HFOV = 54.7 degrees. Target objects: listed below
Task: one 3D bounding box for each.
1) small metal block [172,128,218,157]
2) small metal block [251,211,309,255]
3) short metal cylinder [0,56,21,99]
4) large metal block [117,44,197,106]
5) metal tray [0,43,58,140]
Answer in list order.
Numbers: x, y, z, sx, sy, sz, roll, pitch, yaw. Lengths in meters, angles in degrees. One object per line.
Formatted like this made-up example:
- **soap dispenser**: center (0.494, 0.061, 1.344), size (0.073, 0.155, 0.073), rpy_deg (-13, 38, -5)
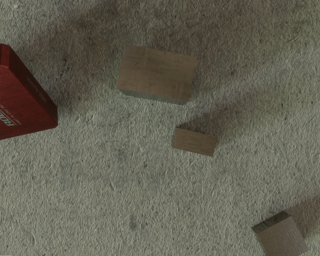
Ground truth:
- **small metal block**: center (0.042, 0.017, 0.398), size (0.050, 0.050, 0.025), rpy_deg (13, 90, 0)
- **small metal block**: center (0.159, 0.147, 0.411), size (0.050, 0.025, 0.050), rpy_deg (-28, 90, 0)
- **short metal cylinder**: center (-0.211, -0.063, 0.375), size (0.080, 0.080, 0.050), rpy_deg (18, 71, 0)
- **large metal block**: center (-0.003, -0.062, 0.382), size (0.080, 0.080, 0.050), rpy_deg (10, 90, 0)
- **metal tray**: center (-0.186, -0.034, 0.356), size (0.091, 0.130, 0.030), rpy_deg (-13, 62, 0)
